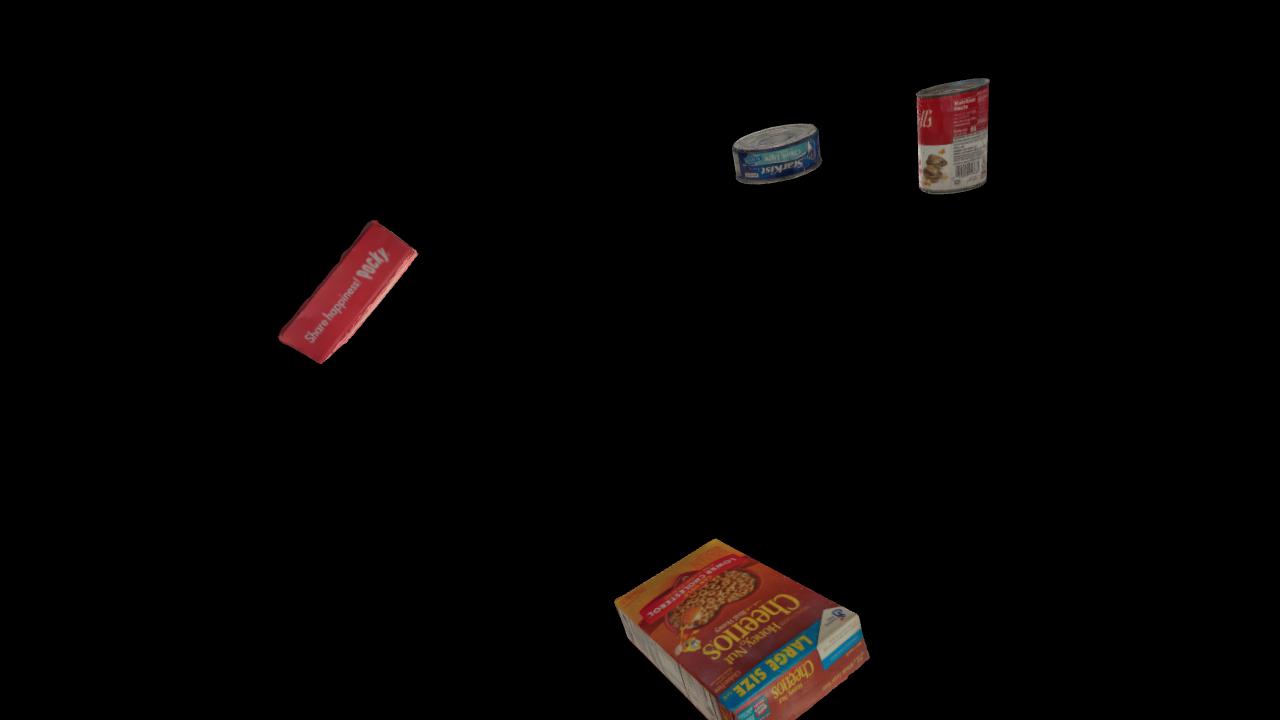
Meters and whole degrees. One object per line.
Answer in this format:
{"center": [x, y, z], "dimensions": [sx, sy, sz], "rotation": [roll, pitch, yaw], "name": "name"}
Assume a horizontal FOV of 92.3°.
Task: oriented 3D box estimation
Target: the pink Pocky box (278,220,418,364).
{"center": [-0.185, -0.048, 0.407], "dimensions": [0.029, 0.084, 0.155], "rotation": [39, -5, -20], "name": "pink Pocky box"}

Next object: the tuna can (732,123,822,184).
{"center": [0.133, -0.202, 0.599], "dimensions": [0.084, 0.034, 0.084], "rotation": [-12, 30, 7], "name": "tuna can"}

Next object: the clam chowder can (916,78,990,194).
{"center": [0.329, -0.234, 0.647], "dimensions": [0.068, 0.102, 0.068], "rotation": [-12, 26, 6], "name": "clam chowder can"}

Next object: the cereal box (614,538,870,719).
{"center": [0.122, 0.363, 0.837], "dimensions": [0.203, 0.081, 0.306], "rotation": [-23, 13, -24], "name": "cereal box"}
